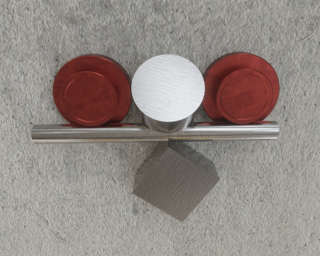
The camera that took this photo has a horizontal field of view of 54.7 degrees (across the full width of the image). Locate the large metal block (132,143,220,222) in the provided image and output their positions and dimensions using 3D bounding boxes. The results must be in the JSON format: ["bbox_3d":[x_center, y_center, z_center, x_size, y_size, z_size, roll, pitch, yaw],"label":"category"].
[{"bbox_3d":[0.020,0.066,0.420,0.080,0.050,0.080,34,107,-12],"label":"large metal block"}]

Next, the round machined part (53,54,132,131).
[{"bbox_3d":[-0.084,-0.040,0.385,0.099,0.042,0.097,0,110,0],"label":"round machined part"}]

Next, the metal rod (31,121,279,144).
[{"bbox_3d":[-0.006,0.006,0.390,0.302,0.025,0.025,-1,110,0],"label":"metal rod"}]

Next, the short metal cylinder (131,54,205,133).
[{"bbox_3d":[0.009,-0.038,0.364,0.080,0.050,0.080,0,75,0],"label":"short metal cylinder"}]

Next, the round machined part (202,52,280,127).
[{"bbox_3d":[0.101,-0.043,0.387,0.099,0.042,0.097,0,110,0],"label":"round machined part"}]
